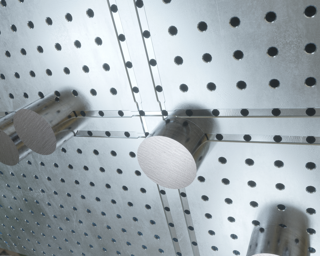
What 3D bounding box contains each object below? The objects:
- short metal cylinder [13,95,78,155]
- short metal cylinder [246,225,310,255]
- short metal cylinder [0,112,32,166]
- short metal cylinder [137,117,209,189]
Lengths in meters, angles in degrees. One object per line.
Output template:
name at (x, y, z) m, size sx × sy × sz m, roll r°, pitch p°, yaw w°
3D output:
short metal cylinder at (-0.178, -0.005, 0.483) m, size 0.080 × 0.050 × 0.079 m, roll 13°, pitch 124°, yaw 20°
short metal cylinder at (0.160, 0.180, 0.422) m, size 0.080 × 0.050 × 0.079 m, roll 13°, pitch 124°, yaw 20°
short metal cylinder at (-0.258, 0.019, 0.539) m, size 0.080 × 0.050 × 0.079 m, roll 13°, pitch 124°, yaw 20°
short metal cylinder at (0.018, 0.032, 0.405) m, size 0.080 × 0.050 × 0.079 m, roll 13°, pitch 124°, yaw 20°
